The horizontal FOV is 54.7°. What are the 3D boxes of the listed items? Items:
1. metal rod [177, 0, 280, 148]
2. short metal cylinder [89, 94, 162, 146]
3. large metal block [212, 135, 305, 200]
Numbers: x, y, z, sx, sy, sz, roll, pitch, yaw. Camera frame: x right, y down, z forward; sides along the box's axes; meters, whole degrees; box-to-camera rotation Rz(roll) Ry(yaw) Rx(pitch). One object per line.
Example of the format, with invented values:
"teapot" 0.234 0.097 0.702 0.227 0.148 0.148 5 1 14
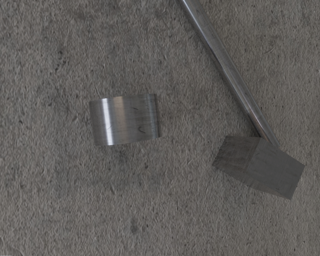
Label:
"metal rod" 0.091 -0.093 0.442 0.025 0.025 0.299 -37 102 -16
"short metal cylinder" -0.040 -0.010 0.365 0.081 0.080 0.050 -8 93 -20
"large metal block" 0.134 0.052 0.430 0.080 0.080 0.050 30 80 -18
